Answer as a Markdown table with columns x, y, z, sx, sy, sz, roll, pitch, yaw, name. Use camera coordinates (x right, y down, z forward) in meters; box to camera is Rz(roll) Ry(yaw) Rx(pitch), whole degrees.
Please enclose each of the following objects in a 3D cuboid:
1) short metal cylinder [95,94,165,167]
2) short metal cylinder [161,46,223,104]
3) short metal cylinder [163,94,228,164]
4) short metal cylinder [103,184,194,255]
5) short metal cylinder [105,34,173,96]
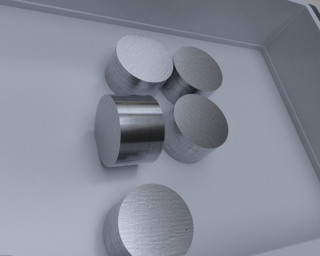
| x | y | z | sx | sy | sz | roll | pitch | yaw | name |
| --- | --- | --- | --- | --- | --- | --- | --- | --- | --- |
| -0.037 | 0.002 | 0.351 | 0.050 | 0.080 | 0.080 | -2 | 63 | -30 | short metal cylinder |
| 0.045 | -0.074 | 0.461 | 0.081 | 0.050 | 0.080 | 14 | 56 | -21 | short metal cylinder |
| 0.043 | 0.002 | 0.414 | 0.081 | 0.050 | 0.080 | 14 | 56 | -21 | short metal cylinder |
| -0.013 | 0.104 | 0.321 | 0.081 | 0.050 | 0.080 | 14 | 56 | -21 | short metal cylinder |
| -0.029 | -0.081 | 0.425 | 0.081 | 0.050 | 0.080 | 14 | 56 | -21 | short metal cylinder |
